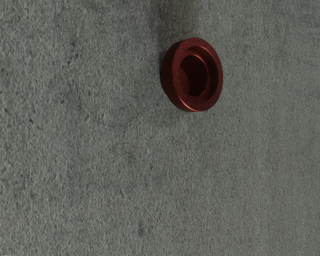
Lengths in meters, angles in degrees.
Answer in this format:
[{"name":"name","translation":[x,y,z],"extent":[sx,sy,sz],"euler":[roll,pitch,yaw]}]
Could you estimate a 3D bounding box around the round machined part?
[{"name":"round machined part","translation":[0.039,-0.070,0.425],"extent":[0.099,0.042,0.097],"euler":[0,90,-40]}]
